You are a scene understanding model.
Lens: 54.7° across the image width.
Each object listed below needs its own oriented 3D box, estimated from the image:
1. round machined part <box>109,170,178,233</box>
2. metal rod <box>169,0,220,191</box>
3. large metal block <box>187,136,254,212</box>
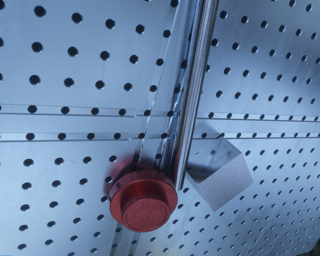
[{"bbox_3d":[-0.022,0.111,0.442,0.099,0.042,0.097,-6,124,-9],"label":"round machined part"},{"bbox_3d":[0.041,-0.041,0.408,0.025,0.025,0.298,-7,122,-25],"label":"metal rod"},{"bbox_3d":[0.092,0.073,0.491,0.080,0.050,0.080,-35,129,-5],"label":"large metal block"}]
